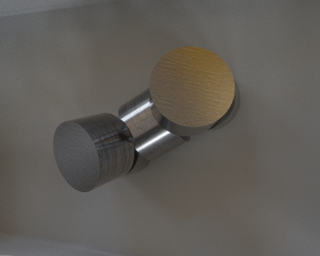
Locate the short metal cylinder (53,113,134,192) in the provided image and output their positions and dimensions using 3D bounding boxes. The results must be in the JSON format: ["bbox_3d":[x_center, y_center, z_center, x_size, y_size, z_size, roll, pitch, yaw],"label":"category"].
[{"bbox_3d":[-0.076,0.026,0.353,0.080,0.050,0.079,12,110,37],"label":"short metal cylinder"}]

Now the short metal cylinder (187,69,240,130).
[{"bbox_3d":[0.054,-0.037,0.376,0.080,0.050,0.079,0,90,19],"label":"short metal cylinder"}]

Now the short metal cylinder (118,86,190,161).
[{"bbox_3d":[-0.006,-0.007,0.381,0.050,0.080,0.080,-31,80,17],"label":"short metal cylinder"}]

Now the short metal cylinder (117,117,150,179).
[{"bbox_3d":[-0.055,0.025,0.414,0.080,0.050,0.079,0,90,19],"label":"short metal cylinder"}]

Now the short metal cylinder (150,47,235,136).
[{"bbox_3d":[0.030,-0.035,0.315,0.081,0.050,0.080,1,78,-2],"label":"short metal cylinder"}]
